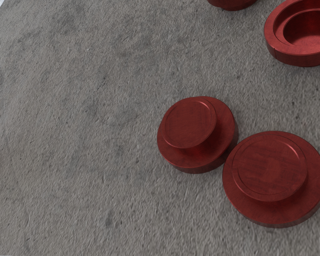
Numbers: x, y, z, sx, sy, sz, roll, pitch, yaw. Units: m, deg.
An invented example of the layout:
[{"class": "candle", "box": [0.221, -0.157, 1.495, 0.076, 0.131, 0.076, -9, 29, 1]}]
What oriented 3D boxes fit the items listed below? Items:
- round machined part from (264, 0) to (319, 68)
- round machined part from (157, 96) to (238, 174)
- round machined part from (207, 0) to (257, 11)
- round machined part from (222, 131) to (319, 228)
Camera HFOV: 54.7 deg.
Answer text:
[{"class": "round machined part", "box": [0.178, -0.111, 0.368, 0.098, 0.042, 0.098, -13, 56, 21]}, {"class": "round machined part", "box": [0.040, 0.002, 0.371, 0.098, 0.042, 0.098, -13, 56, 21]}, {"class": "round machined part", "box": [0.115, -0.215, 0.465, 0.098, 0.042, 0.098, -13, 56, 21]}, {"class": "round machined part", "box": [0.110, 0.045, 0.307, 0.098, 0.042, 0.098, -13, 56, 21]}]
